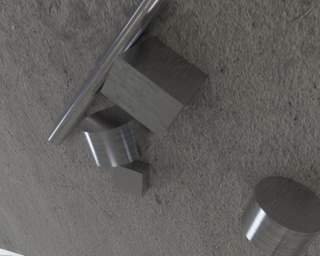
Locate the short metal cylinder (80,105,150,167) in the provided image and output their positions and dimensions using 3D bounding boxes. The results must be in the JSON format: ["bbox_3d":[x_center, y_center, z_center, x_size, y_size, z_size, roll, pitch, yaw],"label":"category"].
[{"bbox_3d":[-0.058,0.008,0.407,0.080,0.080,0.050,0,118,28],"label":"short metal cylinder"}]

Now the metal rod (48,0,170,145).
[{"bbox_3d":[-0.085,-0.061,0.413,0.025,0.025,0.299,45,129,-3],"label":"metal rod"}]

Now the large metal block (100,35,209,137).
[{"bbox_3d":[-0.004,-0.049,0.343,0.080,0.080,0.050,38,129,3],"label":"large metal block"}]

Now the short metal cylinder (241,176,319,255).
[{"bbox_3d":[0.142,0.103,0.360,0.080,0.080,0.050,22,127,15],"label":"short metal cylinder"}]

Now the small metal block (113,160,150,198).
[{"bbox_3d":[-0.044,0.074,0.476,0.050,0.025,0.050,16,125,19],"label":"small metal block"}]
